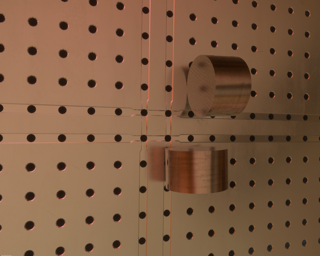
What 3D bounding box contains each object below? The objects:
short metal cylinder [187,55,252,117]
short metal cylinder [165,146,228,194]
[{"bbox_3d":[0.076,-0.055,0.411,0.050,0.080,0.079,-2,91,-20],"label":"short metal cylinder"},{"bbox_3d":[0.047,0.051,0.401,0.081,0.080,0.050,-1,91,-20],"label":"short metal cylinder"}]
